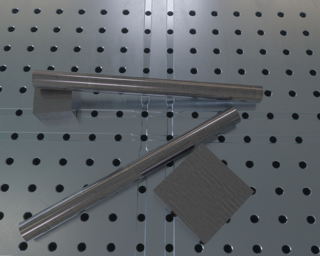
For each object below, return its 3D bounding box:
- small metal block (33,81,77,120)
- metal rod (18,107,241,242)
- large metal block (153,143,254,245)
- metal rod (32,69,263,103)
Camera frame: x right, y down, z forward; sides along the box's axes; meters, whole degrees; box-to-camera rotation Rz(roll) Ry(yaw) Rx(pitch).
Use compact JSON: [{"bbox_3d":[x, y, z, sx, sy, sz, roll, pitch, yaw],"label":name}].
[{"bbox_3d":[-0.143,-0.040,0.425,0.050,0.025,0.050,-4,70,-2],"label":"small metal block"},{"bbox_3d":[-0.029,0.053,0.392,0.302,0.025,0.025,-28,73,-10],"label":"metal rod"},{"bbox_3d":[0.049,0.079,0.370,0.080,0.050,0.080,-42,76,-14],"label":"large metal block"},{"bbox_3d":[-0.012,-0.055,0.416,0.302,0.025,0.025,3,70,-5],"label":"metal rod"}]
